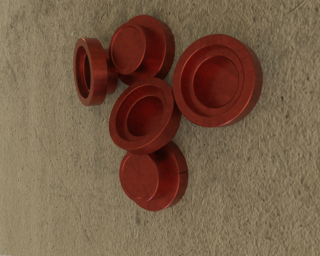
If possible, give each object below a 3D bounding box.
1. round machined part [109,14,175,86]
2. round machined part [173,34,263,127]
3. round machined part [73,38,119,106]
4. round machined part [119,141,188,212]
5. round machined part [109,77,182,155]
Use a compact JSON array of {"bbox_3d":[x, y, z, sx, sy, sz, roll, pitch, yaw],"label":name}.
[{"bbox_3d":[-0.031,-0.104,0.418,0.098,0.042,0.097,0,90,39],"label":"round machined part"},{"bbox_3d":[0.065,-0.049,0.340,0.098,0.042,0.097,0,90,39],"label":"round machined part"},{"bbox_3d":[-0.093,-0.082,0.456,0.098,0.042,0.097,22,116,57],"label":"round machined part"},{"bbox_3d":[-0.015,0.060,0.405,0.098,0.042,0.097,0,90,39],"label":"round machined part"},{"bbox_3d":[-0.014,-0.012,0.391,0.098,0.042,0.098,-17,58,29],"label":"round machined part"}]
